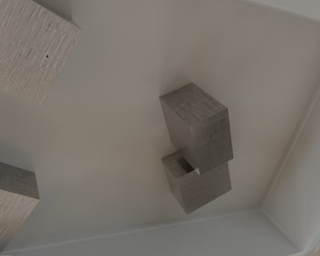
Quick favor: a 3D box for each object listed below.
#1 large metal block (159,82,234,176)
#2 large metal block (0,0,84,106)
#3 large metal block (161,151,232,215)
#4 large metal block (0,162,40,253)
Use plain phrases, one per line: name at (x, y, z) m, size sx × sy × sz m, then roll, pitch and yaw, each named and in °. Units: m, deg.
large metal block at (0.046, 0.000, 0.398) m, size 0.050 × 0.080 × 0.080 m, roll -26°, pitch 128°, yaw -13°
large metal block at (-0.128, -0.078, 0.274) m, size 0.080 × 0.050 × 0.080 m, roll 25°, pitch 105°, yaw -37°
large metal block at (0.056, 0.070, 0.467) m, size 0.080 × 0.050 × 0.080 m, roll -26°, pitch 128°, yaw -12°
large metal block at (-0.193, 0.082, 0.338) m, size 0.080 × 0.050 × 0.080 m, roll 30°, pitch 102°, yaw -38°
